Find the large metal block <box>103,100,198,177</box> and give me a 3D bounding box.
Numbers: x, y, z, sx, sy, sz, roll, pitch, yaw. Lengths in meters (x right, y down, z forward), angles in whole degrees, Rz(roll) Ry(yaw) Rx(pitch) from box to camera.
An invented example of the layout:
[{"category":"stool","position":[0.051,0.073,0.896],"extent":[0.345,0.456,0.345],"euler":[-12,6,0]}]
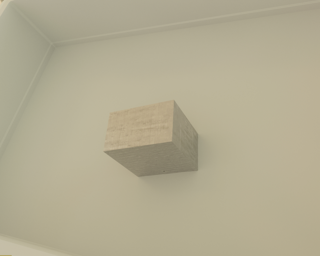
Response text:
[{"category":"large metal block","position":[-0.007,0.016,0.363],"extent":[0.080,0.080,0.050],"euler":[-10,58,23]}]
